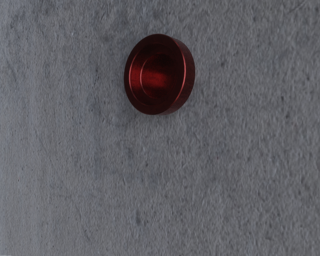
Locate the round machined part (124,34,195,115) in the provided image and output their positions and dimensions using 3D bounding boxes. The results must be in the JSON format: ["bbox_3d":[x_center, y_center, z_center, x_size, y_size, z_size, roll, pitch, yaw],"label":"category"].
[{"bbox_3d":[0.004,-0.064,0.389,0.098,0.042,0.097,0,90,39],"label":"round machined part"}]
